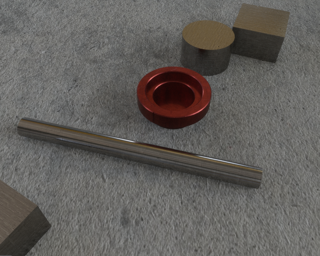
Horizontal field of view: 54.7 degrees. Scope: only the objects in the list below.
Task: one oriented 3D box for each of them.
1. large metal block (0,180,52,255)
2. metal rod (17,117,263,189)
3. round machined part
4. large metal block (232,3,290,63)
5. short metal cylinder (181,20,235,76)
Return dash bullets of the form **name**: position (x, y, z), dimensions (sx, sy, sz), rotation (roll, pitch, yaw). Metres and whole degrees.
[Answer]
- **large metal block**: position (-0.171, 0.098, 0.302), dimensions (0.080, 0.050, 0.080), rotation (26, 55, 20)
- **metal rod**: position (-0.031, 0.028, 0.379), dimensions (0.301, 0.025, 0.025), rotation (12, 51, 9)
- **round machined part**: position (0.019, -0.037, 0.423), dimensions (0.099, 0.042, 0.098), rotation (0, 50, 0)
- **large metal block**: position (0.168, -0.162, 0.526), dimensions (0.080, 0.050, 0.080), rotation (16, 52, 13)
- **short metal cylinder**: position (0.075, -0.129, 0.496), dimensions (0.081, 0.050, 0.080), rotation (0, 50, 0)
